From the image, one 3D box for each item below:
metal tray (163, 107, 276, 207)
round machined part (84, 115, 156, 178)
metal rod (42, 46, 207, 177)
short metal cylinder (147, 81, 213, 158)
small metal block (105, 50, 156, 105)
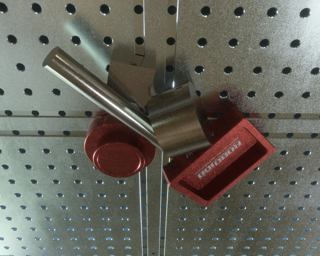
[{"bbox_3d":[0.080,0.043,0.419,0.130,0.030,0.090,-43,127,12],"label":"metal tray"},{"bbox_3d":[-0.054,0.031,0.425,0.099,0.042,0.097,-1,130,0],"label":"round machined part"},{"bbox_3d":[-0.012,0.004,0.393,0.025,0.025,0.301,-32,131,24],"label":"metal rod"},{"bbox_3d":[0.026,-0.009,0.368,0.050,0.080,0.080,-20,128,15],"label":"short metal cylinder"},{"bbox_3d":[-0.035,-0.058,0.362,0.050,0.025,0.050,10,129,-9],"label":"small metal block"}]
